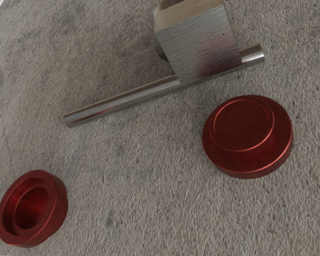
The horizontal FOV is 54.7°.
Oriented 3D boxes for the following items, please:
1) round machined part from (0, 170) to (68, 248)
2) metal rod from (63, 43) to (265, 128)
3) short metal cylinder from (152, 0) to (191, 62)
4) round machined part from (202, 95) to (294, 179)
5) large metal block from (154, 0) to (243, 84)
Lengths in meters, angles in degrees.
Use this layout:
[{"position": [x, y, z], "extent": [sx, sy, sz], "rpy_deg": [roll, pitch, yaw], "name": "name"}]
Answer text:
[{"position": [-0.163, 0.109, 0.412], "extent": [0.098, 0.042, 0.098], "rpy_deg": [-13, 56, 21], "name": "round machined part"}, {"position": [-0.006, -0.054, 0.440], "extent": [0.301, 0.025, 0.025], "rpy_deg": [-17, 55, 18], "name": "metal rod"}, {"position": [0.030, -0.136, 0.437], "extent": [0.080, 0.080, 0.050], "rpy_deg": [-18, 55, 18], "name": "short metal cylinder"}, {"position": [0.093, 0.003, 0.342], "extent": [0.098, 0.042, 0.098], "rpy_deg": [-13, 56, 21], "name": "round machined part"}, {"position": [0.048, -0.110, 0.379], "extent": [0.080, 0.080, 0.050], "rpy_deg": [-17, 42, 19], "name": "large metal block"}]
